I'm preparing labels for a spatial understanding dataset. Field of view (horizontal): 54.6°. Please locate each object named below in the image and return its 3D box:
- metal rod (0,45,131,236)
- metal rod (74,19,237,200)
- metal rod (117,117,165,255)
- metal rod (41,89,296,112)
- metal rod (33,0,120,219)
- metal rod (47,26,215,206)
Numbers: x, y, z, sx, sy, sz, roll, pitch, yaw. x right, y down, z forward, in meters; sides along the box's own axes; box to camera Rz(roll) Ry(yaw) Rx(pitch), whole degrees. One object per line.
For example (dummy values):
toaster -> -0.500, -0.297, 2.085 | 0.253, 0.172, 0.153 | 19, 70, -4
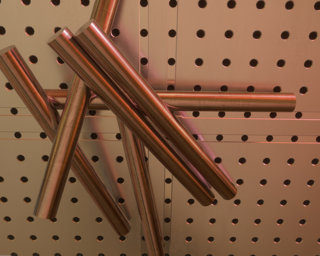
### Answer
metal rod -> -0.105, 0.039, 0.388 | 0.025, 0.025, 0.299 | -19, 124, 7
metal rod -> 0.014, 0.000, 0.370 | 0.025, 0.025, 0.300 | -35, 123, 12
metal rod -> -0.029, 0.068, 0.437 | 0.025, 0.025, 0.298 | -9, 110, 3
metal rod -> 0.014, -0.033, 0.378 | 0.302, 0.025, 0.025 | 0, 110, -4
metal rod -> -0.086, -0.047, 0.344 | 0.025, 0.025, 0.299 | 16, 90, -6
metal rod -> -0.015, 0.007, 0.374 | 0.025, 0.025, 0.300 | -34, 123, 12
